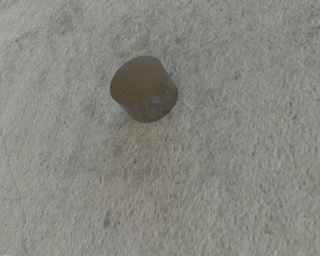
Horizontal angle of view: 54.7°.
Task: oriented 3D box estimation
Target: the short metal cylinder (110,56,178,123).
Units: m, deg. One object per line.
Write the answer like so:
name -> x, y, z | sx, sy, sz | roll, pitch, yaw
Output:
short metal cylinder -> -0.022, -0.053, 0.430 | 0.080, 0.050, 0.080 | -13, 56, 20
